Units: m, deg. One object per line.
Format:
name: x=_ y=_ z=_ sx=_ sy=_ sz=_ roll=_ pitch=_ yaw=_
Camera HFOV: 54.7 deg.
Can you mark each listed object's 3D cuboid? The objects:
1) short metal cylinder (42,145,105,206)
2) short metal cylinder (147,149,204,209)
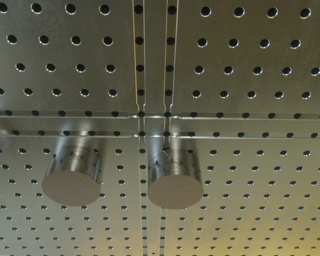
short metal cylinder: x=-0.125 y=0.070 z=0.453 sx=0.081 sy=0.050 sz=0.079 roll=0 pitch=130 yaw=0
short metal cylinder: x=0.022 y=0.077 z=0.461 sx=0.081 sy=0.050 sz=0.079 roll=0 pitch=130 yaw=0
